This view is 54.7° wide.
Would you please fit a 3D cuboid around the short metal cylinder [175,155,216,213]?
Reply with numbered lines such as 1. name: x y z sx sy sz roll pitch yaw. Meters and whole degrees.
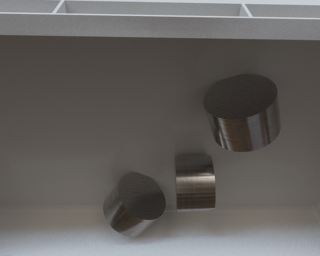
1. short metal cylinder: 0.048 0.079 0.441 0.050 0.080 0.079 -2 130 1

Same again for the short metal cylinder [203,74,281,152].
1. short metal cylinder: 0.096 -0.018 0.359 0.080 0.080 0.050 -14 129 11

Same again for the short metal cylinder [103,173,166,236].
1. short metal cylinder: -0.039 0.116 0.471 0.080 0.080 0.050 24 126 -20
